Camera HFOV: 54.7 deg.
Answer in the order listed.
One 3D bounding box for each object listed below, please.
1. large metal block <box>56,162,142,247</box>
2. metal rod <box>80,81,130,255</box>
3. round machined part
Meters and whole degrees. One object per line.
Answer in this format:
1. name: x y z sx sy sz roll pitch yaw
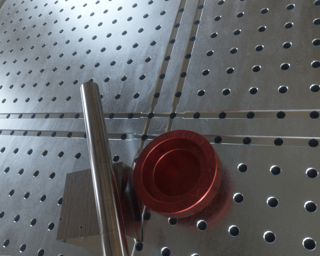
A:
1. large metal block: -0.069 0.094 0.371 0.080 0.050 0.080 -14 56 20
2. metal rod: -0.061 0.059 0.339 0.025 0.025 0.299 -27 52 12
3. round machined part: 0.023 0.054 0.353 0.098 0.042 0.098 -13 56 21
